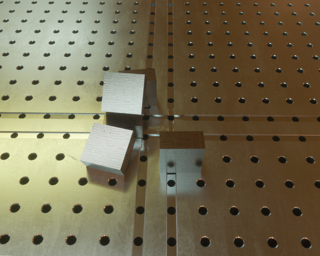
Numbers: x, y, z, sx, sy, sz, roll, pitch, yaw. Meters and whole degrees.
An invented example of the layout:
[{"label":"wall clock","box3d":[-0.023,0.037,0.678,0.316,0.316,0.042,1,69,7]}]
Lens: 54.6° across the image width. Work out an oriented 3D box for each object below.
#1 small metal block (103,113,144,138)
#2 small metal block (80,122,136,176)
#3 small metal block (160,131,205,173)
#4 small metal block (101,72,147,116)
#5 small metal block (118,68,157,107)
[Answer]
[{"label":"small metal block","box3d":[-0.048,-0.014,0.419,0.050,0.025,0.050,0,50,0]},{"label":"small metal block","box3d":[-0.062,0.025,0.378,0.050,0.025,0.050,12,68,10]},{"label":"small metal block","box3d":[0.025,0.029,0.367,0.050,0.050,0.025,0,50,0]},{"label":"small metal block","box3d":[-0.045,-0.043,0.395,0.050,0.025,0.050,5,88,4]},{"label":"small metal block","box3d":[-0.031,-0.055,0.438,0.050,0.050,0.025,-5,50,-4]}]
